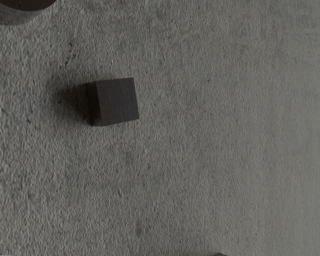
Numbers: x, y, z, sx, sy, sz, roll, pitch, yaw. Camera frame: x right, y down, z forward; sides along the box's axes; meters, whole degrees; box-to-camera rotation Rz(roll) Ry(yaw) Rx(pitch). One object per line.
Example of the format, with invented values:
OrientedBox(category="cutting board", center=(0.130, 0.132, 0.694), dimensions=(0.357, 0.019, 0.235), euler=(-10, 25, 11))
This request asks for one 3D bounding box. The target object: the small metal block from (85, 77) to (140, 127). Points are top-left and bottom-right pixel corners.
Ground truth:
OrientedBox(category="small metal block", center=(-0.055, -0.031, 0.360), dimensions=(0.050, 0.025, 0.050), euler=(-14, 99, -39))

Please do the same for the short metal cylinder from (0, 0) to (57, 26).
OrientedBox(category="short metal cylinder", center=(-0.134, -0.138, 0.276), dimensions=(0.081, 0.050, 0.079), euler=(0, 90, -40))

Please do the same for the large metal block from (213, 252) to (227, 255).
OrientedBox(category="large metal block", center=(0.107, 0.246, 0.462), dimensions=(0.050, 0.080, 0.079), euler=(-7, 95, -40))
